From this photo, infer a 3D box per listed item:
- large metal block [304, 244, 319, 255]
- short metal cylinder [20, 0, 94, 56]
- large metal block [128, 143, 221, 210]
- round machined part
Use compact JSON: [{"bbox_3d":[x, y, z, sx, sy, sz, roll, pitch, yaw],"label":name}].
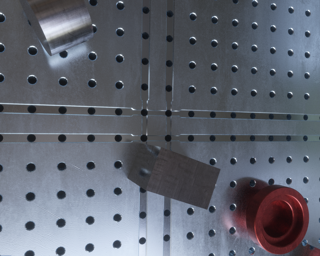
[{"bbox_3d":[0.273,0.249,0.500,0.080,0.050,0.080,31,80,-18],"label":"large metal block"},{"bbox_3d":[-0.115,-0.126,0.341,0.050,0.080,0.080,-29,100,-18],"label":"short metal cylinder"},{"bbox_3d":[0.015,0.058,0.389,0.080,0.080,0.050,22,83,-19],"label":"large metal block"},{"bbox_3d":[0.171,0.134,0.466,0.099,0.042,0.097,0,90,-20],"label":"round machined part"}]
